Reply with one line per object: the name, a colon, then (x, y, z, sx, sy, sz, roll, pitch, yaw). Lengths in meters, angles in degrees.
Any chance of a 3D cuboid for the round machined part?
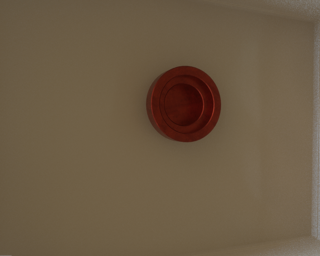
round machined part: (0.028, -0.031, 0.413, 0.099, 0.042, 0.097, 0, 90, -21)
